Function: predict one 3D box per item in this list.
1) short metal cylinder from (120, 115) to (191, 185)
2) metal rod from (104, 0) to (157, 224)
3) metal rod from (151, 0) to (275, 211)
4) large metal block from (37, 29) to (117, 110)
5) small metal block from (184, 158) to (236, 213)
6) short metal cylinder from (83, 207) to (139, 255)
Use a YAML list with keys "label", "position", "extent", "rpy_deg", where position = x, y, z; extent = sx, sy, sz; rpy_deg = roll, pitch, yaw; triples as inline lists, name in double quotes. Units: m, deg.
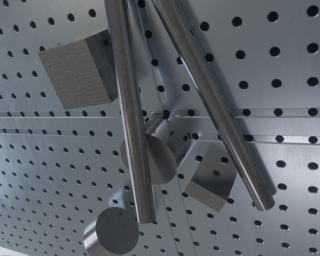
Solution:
- label: "short metal cylinder"
  position: [-0.005, 0.029, 0.416]
  extent: [0.080, 0.050, 0.079]
  rpy_deg: [13, 124, 21]
- label: "metal rod"
  position: [-0.035, -0.031, 0.360]
  extent: [0.025, 0.025, 0.298]
  rpy_deg: [-1, 103, 29]
- label: "metal rod"
  position: [0.065, -0.027, 0.360]
  extent: [0.025, 0.025, 0.299]
  rpy_deg: [-18, 109, 35]
- label: "large metal block"
  position: [-0.096, -0.074, 0.400]
  extent: [0.080, 0.050, 0.080]
  rpy_deg: [-5, 116, 30]
- label: "small metal block"
  position: [0.066, 0.074, 0.406]
  extent: [0.050, 0.050, 0.025]
  rpy_deg: [29, 128, 10]
- label: "short metal cylinder"
  position: [-0.084, 0.184, 0.533]
  extent: [0.080, 0.080, 0.050]
  rpy_deg: [43, 129, -2]
